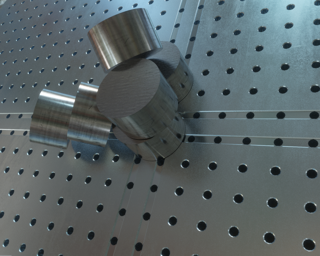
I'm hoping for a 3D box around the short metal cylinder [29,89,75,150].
[{"bbox_3d":[-0.152,-0.013,0.452,0.050,0.080,0.080,14,61,-12],"label":"short metal cylinder"}]

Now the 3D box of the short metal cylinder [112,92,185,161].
[{"bbox_3d":[-0.014,-0.004,0.401,0.080,0.050,0.080,-13,56,21],"label":"short metal cylinder"}]

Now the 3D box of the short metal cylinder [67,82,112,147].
[{"bbox_3d":[-0.091,-0.018,0.422,0.050,0.080,0.080,14,61,-12],"label":"short metal cylinder"}]

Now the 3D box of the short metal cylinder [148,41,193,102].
[{"bbox_3d":[0.000,-0.075,0.437,0.080,0.050,0.080,-13,56,21],"label":"short metal cylinder"}]

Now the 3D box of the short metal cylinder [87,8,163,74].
[{"bbox_3d":[-0.043,-0.107,0.388,0.080,0.080,0.050,-22,97,15],"label":"short metal cylinder"}]

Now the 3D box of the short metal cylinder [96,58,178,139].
[{"bbox_3d":[-0.026,-0.034,0.360,0.080,0.050,0.080,-13,56,21],"label":"short metal cylinder"}]
